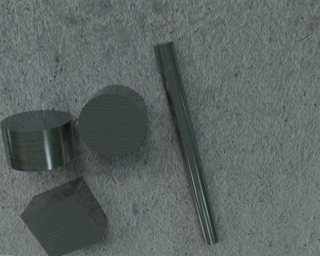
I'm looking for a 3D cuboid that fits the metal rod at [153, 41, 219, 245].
[{"bbox_3d":[0.041,0.034,0.422,0.025,0.025,0.298,-14,110,5],"label":"metal rod"}]

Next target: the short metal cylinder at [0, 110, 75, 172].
[{"bbox_3d":[-0.149,0.013,0.384,0.081,0.080,0.050,1,110,-1],"label":"short metal cylinder"}]

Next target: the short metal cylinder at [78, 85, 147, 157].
[{"bbox_3d":[-0.057,-0.010,0.392,0.081,0.050,0.079,0,110,0],"label":"short metal cylinder"}]

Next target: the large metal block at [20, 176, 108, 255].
[{"bbox_3d":[-0.133,0.128,0.442,0.080,0.050,0.080,-23,109,8],"label":"large metal block"}]
